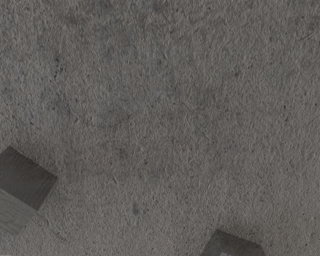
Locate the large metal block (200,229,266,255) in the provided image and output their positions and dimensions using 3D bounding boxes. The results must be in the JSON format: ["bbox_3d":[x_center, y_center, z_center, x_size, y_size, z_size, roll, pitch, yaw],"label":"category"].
[{"bbox_3d":[0.108,0.215,0.476,0.080,0.050,0.079,22,109,-8],"label":"large metal block"}]

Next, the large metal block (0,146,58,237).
[{"bbox_3d":[-0.195,0.080,0.408,0.080,0.080,0.050,38,106,-13],"label":"large metal block"}]

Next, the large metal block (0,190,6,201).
[{"bbox_3d":[-0.284,0.109,0.434,0.080,0.050,0.080,39,105,-13],"label":"large metal block"}]
